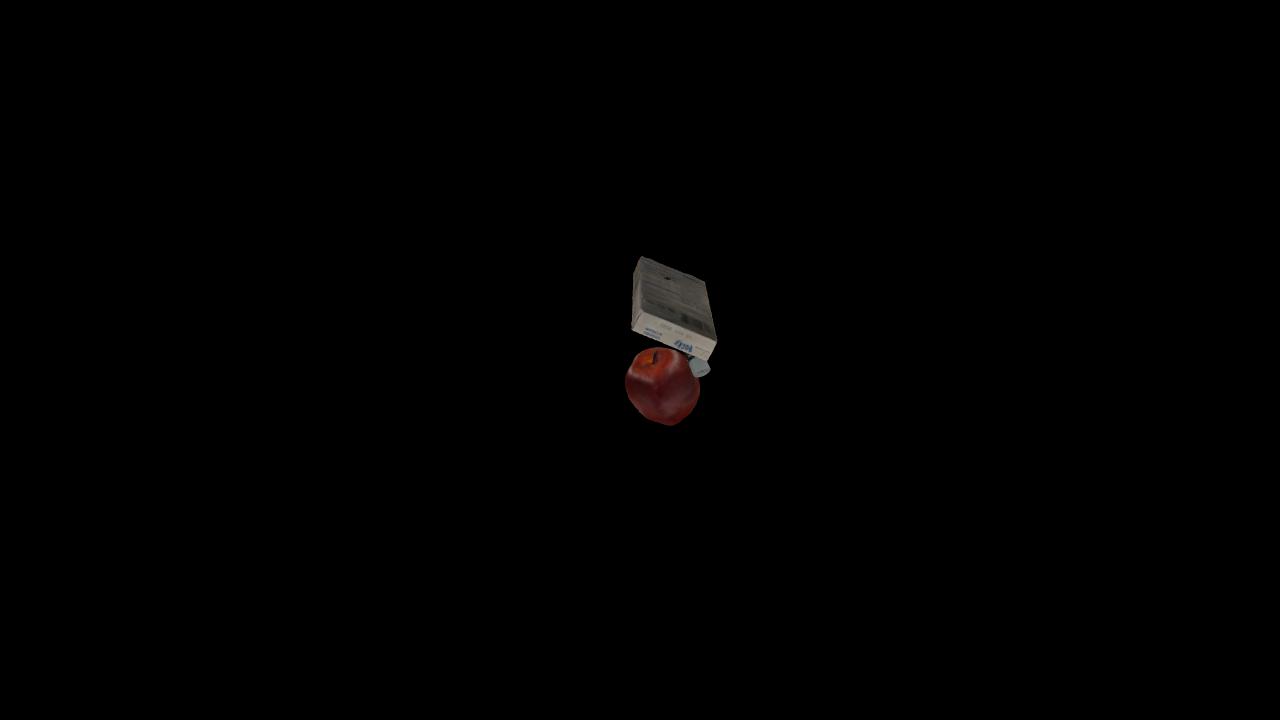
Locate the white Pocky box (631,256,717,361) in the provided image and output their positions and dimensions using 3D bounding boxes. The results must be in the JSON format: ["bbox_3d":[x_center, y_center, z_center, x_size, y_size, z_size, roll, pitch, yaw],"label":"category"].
[{"bbox_3d":[0.033,-0.059,0.641,0.084,0.028,0.154,21,27,-11],"label":"white Pocky box"}]

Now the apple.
[{"bbox_3d":[0.026,0.028,0.670,0.079,0.093,0.079,-12,37,10],"label":"apple"}]

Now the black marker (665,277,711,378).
[{"bbox_3d":[0.043,-0.038,0.645,0.020,0.121,0.020,-18,-25,-8],"label":"black marker"}]
